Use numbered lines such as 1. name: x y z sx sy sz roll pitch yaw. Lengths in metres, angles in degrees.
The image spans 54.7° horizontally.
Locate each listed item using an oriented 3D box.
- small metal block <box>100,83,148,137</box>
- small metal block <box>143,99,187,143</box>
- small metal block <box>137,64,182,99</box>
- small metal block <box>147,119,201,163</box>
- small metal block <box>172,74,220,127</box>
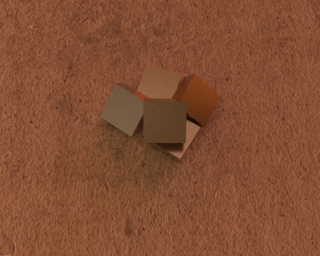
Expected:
1. small metal block: -0.042 -0.025 0.406 0.050 0.025 0.050 32 109 9
2. small metal block: 0.006 -0.009 0.374 0.050 0.025 0.050 0 103 0
3. small metal block: -0.002 -0.055 0.430 0.050 0.025 0.050 16 71 5
4. small metal block: 0.017 0.010 0.406 0.050 0.025 0.050 31 73 10
5. small metal block: 0.045 -0.035 0.411 0.050 0.025 0.050 37 71 -23
